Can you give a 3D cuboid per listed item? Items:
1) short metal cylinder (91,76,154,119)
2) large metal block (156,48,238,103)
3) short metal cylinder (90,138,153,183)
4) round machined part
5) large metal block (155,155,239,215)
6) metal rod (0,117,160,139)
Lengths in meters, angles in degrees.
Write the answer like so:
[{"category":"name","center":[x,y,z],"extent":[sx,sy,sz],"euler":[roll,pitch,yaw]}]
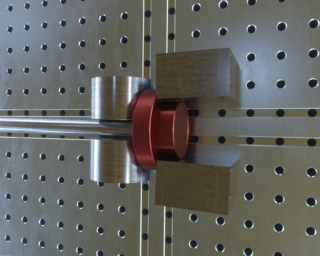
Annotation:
[{"category":"short metal cylinder","center":[-0.048,-0.036,0.400],"extent":[0.080,0.080,0.050],"euler":[1,91,20]},{"category":"large metal block","center":[0.047,-0.058,0.367],"extent":[0.080,0.080,0.050],"euler":[0,90,20]},{"category":"short metal cylinder","center":[-0.049,0.039,0.400],"extent":[0.080,0.080,0.050],"euler":[2,91,20]},{"category":"round machined part","center":[0.007,0.002,0.371],"extent":[0.042,0.098,0.097],"euler":[1,90,20]},{"category":"large metal block","center":[0.047,0.062,0.367],"extent":[0.080,0.080,0.050],"euler":[3,91,20]},{"category":"metal rod","center":[-0.121,-0.001,0.443],"extent":[0.301,0.025,0.025],"euler":[2,91,24]}]
